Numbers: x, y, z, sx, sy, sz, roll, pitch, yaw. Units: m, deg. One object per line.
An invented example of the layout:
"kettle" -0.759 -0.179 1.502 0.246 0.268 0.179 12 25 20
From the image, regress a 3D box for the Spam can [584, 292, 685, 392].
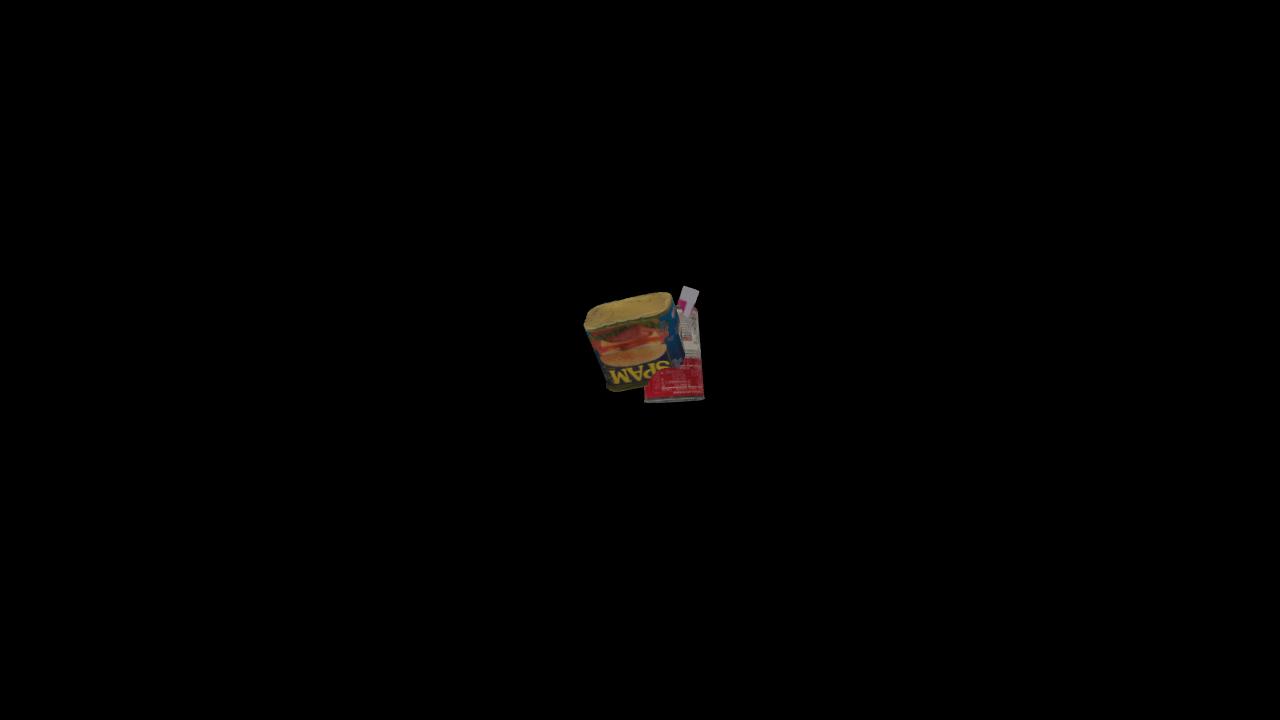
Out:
"Spam can" -0.001 -0.020 0.667 0.101 0.085 0.058 -11 32 16

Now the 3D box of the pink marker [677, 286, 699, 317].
"pink marker" 0.037 -0.021 0.672 0.020 0.121 0.020 18 7 -2

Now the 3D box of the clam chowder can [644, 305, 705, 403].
"clam chowder can" 0.035 -0.005 0.683 0.068 0.102 0.068 -3 -6 0
